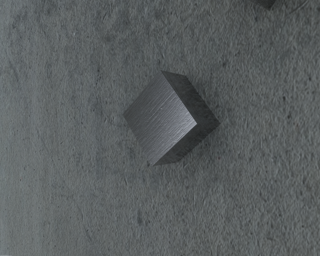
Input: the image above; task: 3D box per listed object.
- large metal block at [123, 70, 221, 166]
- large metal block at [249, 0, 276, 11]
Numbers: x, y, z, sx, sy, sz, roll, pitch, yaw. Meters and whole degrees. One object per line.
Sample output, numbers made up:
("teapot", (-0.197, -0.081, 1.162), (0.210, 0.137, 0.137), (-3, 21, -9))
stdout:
("large metal block", (0.012, -0.011, 0.379), (0.080, 0.050, 0.080), (-46, 63, 30))
("large metal block", (0.093, -0.170, 0.293), (0.050, 0.081, 0.080), (45, 117, 30))
